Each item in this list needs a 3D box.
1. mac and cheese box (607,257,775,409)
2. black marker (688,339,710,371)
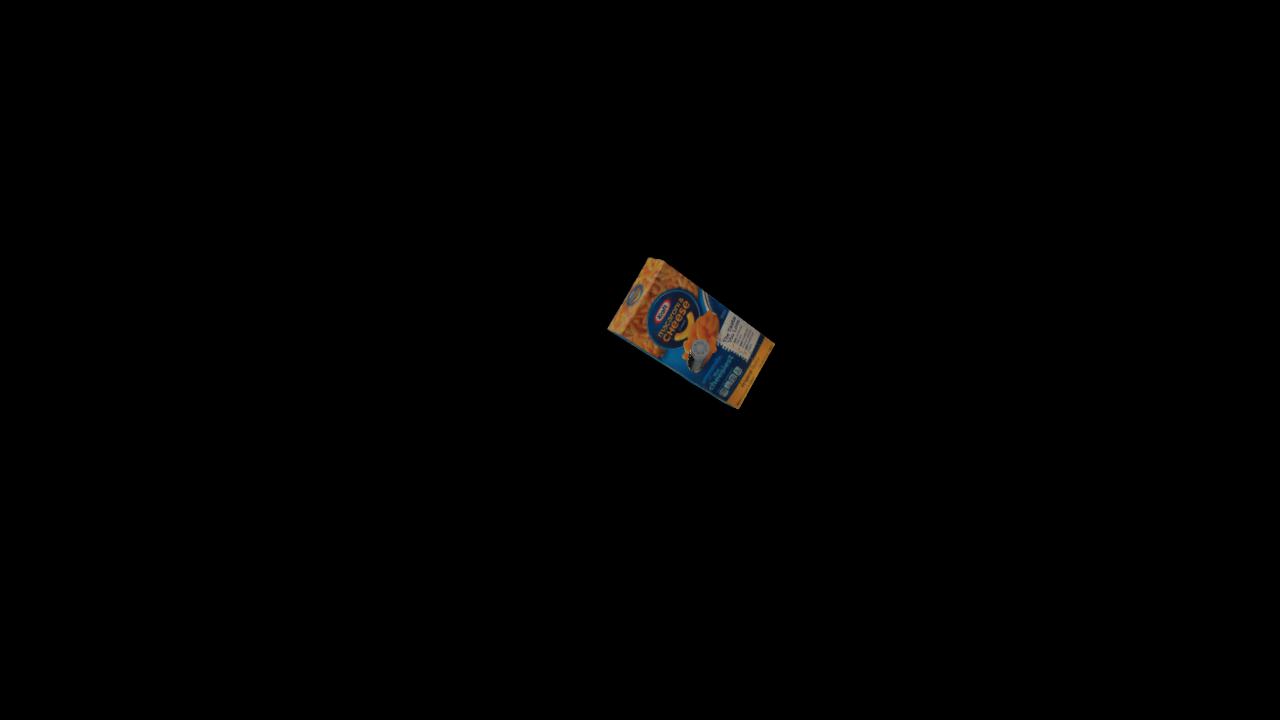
[{"bbox_3d":[0.062,-0.026,0.689,0.184,0.093,0.041,31,-1,-29],"label":"mac and cheese box"},{"bbox_3d":[0.060,0.002,0.671,0.020,0.020,0.121,0,-14,0],"label":"black marker"}]
